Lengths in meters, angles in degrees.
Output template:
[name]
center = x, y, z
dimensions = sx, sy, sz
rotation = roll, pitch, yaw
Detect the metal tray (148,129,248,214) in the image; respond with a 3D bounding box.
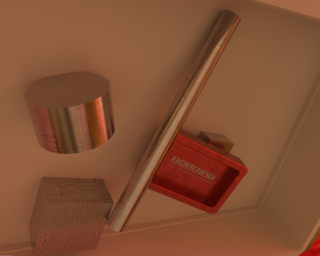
[metal tray]
center = 0.047, 0.062, 0.443
dimensions = 0.131, 0.030, 0.090
rotation = 26, 107, -19

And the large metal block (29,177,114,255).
[large metal block]
center = -0.116, 0.112, 0.399
dimensions = 0.081, 0.050, 0.079
rotation = 8, 114, -33

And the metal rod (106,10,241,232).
[metal rod]
center = 0.015, -0.005, 0.384
dimensions = 0.025, 0.025, 0.299
rotation = 26, 95, -38

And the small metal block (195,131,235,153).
[small metal block]
center = 0.078, 0.036, 0.476
dimensions = 0.050, 0.025, 0.050
rotation = 11, 113, -34

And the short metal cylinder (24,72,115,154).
[short metal cylinder]
center = -0.089, -0.018, 0.315
dimensions = 0.081, 0.080, 0.050
rotation = -15, 125, -20
